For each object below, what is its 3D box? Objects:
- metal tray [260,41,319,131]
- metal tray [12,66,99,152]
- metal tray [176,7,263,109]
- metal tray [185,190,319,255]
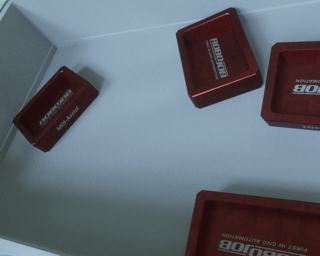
[{"bbox_3d":[0.179,-0.042,0.318,0.130,0.030,0.090,7,81,31],"label":"metal tray"},{"bbox_3d":[-0.174,-0.035,0.515,0.090,0.030,0.130,34,80,38],"label":"metal tray"},{"bbox_3d":[0.076,-0.097,0.422,0.090,0.030,0.130,-19,54,17],"label":"metal tray"},{"bbox_3d":[0.092,0.111,0.285,0.130,0.030,0.090,1,62,28],"label":"metal tray"}]
